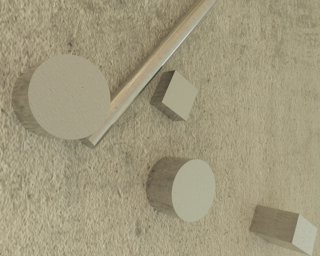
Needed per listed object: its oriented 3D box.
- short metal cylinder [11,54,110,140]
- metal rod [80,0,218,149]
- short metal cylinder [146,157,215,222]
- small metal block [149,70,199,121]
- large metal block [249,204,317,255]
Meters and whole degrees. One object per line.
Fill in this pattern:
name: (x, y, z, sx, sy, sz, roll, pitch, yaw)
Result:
short metal cylinder: (-0.097, -0.029, 0.308, 0.081, 0.050, 0.079, 0, 90, -40)
metal rod: (-0.001, -0.093, 0.405, 0.025, 0.025, 0.301, 52, 60, -28)
short metal cylinder: (0.029, 0.080, 0.415, 0.081, 0.050, 0.079, 0, 90, -40)
small metal block: (0.020, -0.043, 0.424, 0.050, 0.025, 0.050, 35, 68, -35)
large metal block: (0.223, 0.184, 0.560, 0.080, 0.080, 0.050, 37, 67, -34)
